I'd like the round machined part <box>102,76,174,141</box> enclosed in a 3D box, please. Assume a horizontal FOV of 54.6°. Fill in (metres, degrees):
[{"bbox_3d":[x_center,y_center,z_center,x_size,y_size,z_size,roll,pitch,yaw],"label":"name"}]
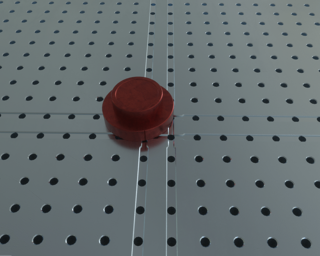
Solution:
[{"bbox_3d":[-0.030,-0.033,0.424,0.099,0.042,0.098,0,50,1],"label":"round machined part"}]
